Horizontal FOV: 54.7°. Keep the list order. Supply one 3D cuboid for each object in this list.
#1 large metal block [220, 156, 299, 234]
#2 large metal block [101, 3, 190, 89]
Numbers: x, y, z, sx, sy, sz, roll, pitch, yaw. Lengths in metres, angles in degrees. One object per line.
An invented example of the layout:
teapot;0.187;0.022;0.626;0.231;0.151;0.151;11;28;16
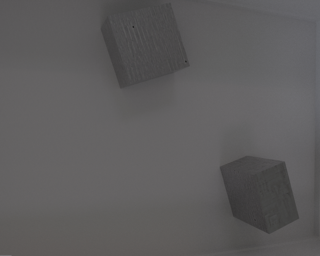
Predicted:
large metal block;0.135;0.088;0.431;0.050;0.080;0.080;-18;97;-19
large metal block;-0.019;-0.102;0.390;0.081;0.050;0.080;-20;97;-19
